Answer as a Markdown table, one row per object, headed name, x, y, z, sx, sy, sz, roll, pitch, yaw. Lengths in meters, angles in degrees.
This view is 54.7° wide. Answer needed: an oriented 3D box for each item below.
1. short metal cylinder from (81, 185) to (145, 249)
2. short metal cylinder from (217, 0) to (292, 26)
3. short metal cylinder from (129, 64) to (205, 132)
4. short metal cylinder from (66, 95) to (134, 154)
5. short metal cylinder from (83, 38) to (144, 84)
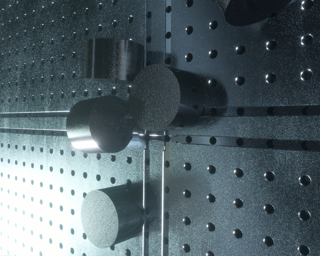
| name | x | y | z | sx | sy | sz | roll | pitch | yaw |
| --- | --- | --- | --- | --- | --- | --- | --- | --- | --- |
| short metal cylinder | -0.069 | 0.126 | 0.448 | 0.080 | 0.050 | 0.079 | 0 | 90 | 39 |
| short metal cylinder | 0.091 | -0.145 | 0.298 | 0.080 | 0.081 | 0.050 | -32 | 71 | 35 |
| short metal cylinder | 0.008 | -0.036 | 0.385 | 0.080 | 0.050 | 0.079 | 0 | 90 | 39 |
| short metal cylinder | -0.084 | -0.004 | 0.440 | 0.050 | 0.081 | 0.080 | -5 | 87 | 39 |
| short metal cylinder | -0.063 | -0.088 | 0.423 | 0.080 | 0.081 | 0.050 | 6 | 94 | 39 |
